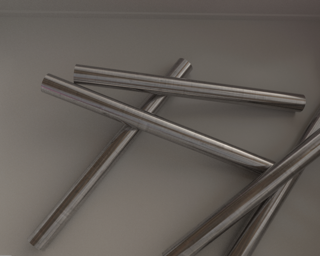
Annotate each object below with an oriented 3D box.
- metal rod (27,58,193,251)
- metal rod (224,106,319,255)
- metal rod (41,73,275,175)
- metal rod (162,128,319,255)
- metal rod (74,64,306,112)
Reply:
[{"bbox_3d":[-0.054,0.022,0.400,0.025,0.025,0.300,35,74,12],"label":"metal rod"},{"bbox_3d":[0.173,0.044,0.394,0.025,0.025,0.300,36,74,12],"label":"metal rod"},{"bbox_3d":[0.000,-0.001,0.387,0.301,0.025,0.025,21,71,-2],"label":"metal rod"},{"bbox_3d":[0.130,0.063,0.365,0.301,0.025,0.025,-37,74,-4],"label":"metal rod"},{"bbox_3d":[0.043,-0.051,0.406,0.302,0.025,0.025,7,70,-7],"label":"metal rod"}]
